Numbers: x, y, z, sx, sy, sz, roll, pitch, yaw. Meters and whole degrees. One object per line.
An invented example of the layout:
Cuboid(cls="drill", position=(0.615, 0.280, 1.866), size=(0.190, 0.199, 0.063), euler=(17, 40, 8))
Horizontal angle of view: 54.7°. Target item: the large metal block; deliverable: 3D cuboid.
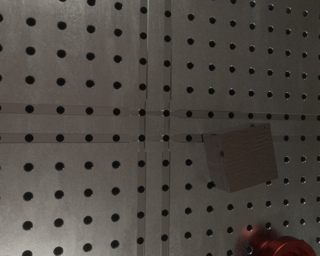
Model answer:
Cuboid(cls="large metal block", position=(0.114, 0.039, 0.443), size=(0.081, 0.050, 0.079), euler=(-12, 94, -20))

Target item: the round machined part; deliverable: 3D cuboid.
Cuboid(cls="round machined part", position=(0.190, 0.215, 0.476), size=(0.099, 0.042, 0.097), euler=(0, 90, -21))
